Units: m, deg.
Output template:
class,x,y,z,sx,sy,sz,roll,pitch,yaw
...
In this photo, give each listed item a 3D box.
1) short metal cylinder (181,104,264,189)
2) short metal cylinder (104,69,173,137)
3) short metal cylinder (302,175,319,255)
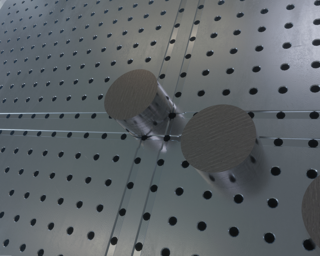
class,x,y,z,sx,sy,sz,roll,pitch,yaw
short metal cylinder,0.070,0.021,0.343,0.080,0.050,0.080,-13,56,21
short metal cylinder,-0.029,-0.034,0.428,0.080,0.050,0.080,-13,56,21
short metal cylinder,0.164,0.078,0.258,0.080,0.050,0.080,-13,56,21
